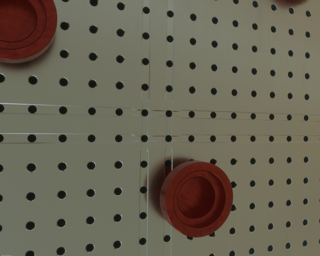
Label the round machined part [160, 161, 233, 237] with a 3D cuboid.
[{"bbox_3d":[0.045,0.093,0.420,0.099,0.042,0.097,0,90,-20],"label":"round machined part"}]

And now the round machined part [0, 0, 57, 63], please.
[{"bbox_3d":[-0.166,-0.120,0.342,0.099,0.042,0.097,0,90,-20],"label":"round machined part"}]
